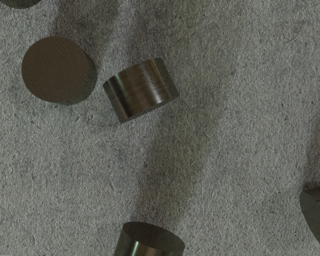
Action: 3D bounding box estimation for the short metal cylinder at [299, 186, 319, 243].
[{"bbox_3d":[0.219,0.109,0.384,0.050,0.080,0.080,-20,90,0],"label":"short metal cylinder"}]

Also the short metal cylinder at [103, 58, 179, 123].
[{"bbox_3d":[-0.023,-0.045,0.382,0.080,0.080,0.050,-25,90,0],"label":"short metal cylinder"}]

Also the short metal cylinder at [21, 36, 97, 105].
[{"bbox_3d":[-0.126,-0.071,0.396,0.081,0.050,0.080,0,90,0],"label":"short metal cylinder"}]

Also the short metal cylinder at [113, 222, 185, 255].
[{"bbox_3d":[-0.015,0.156,0.382,0.080,0.080,0.050,18,90,0],"label":"short metal cylinder"}]

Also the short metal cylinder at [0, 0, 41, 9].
[{"bbox_3d":[-0.190,-0.201,0.396,0.081,0.050,0.080,0,90,0],"label":"short metal cylinder"}]
